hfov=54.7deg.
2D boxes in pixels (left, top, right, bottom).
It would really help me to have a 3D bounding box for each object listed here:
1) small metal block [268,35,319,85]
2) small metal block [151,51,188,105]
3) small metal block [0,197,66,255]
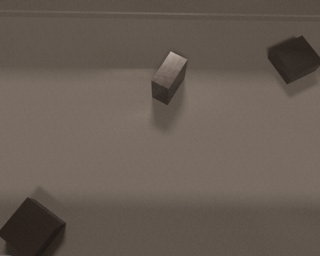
[{"bbox_3d":[0.195,-0.098,0.448,0.050,0.025,0.050,-26,72,-9],"label":"small metal block"},{"bbox_3d":[0.012,-0.066,0.421,0.025,0.050,0.050,29,72,9],"label":"small metal block"},{"bbox_3d":[-0.150,0.118,0.365,0.050,0.025,0.050,33,73,11],"label":"small metal block"}]
